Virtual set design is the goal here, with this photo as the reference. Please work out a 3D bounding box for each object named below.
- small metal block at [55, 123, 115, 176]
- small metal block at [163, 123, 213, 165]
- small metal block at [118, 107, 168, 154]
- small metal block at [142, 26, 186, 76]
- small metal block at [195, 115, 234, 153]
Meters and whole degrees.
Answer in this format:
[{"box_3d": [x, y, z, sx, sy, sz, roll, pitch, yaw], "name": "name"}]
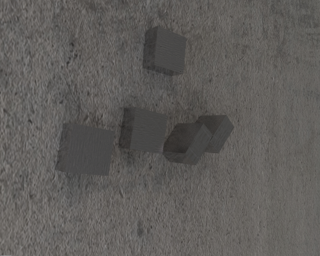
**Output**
[{"box_3d": [-0.081, 0.024, 0.337, 0.050, 0.025, 0.050, 13, 82, -39], "name": "small metal block"}, {"box_3d": [0.035, 0.021, 0.418, 0.025, 0.050, 0.050, 49, 61, -29], "name": "small metal block"}, {"box_3d": [-0.021, 0.004, 0.387, 0.050, 0.025, 0.050, 13, 82, -39], "name": "small metal block"}, {"box_3d": [0.006, -0.100, 0.409, 0.050, 0.025, 0.050, 8, 85, -40], "name": "small metal block"}, {"box_3d": [0.071, 0.008, 0.447, 0.025, 0.050, 0.050, 52, 60, -28], "name": "small metal block"}]
